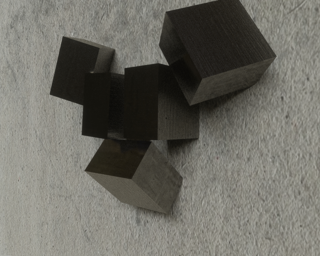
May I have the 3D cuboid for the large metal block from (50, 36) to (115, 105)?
[{"bbox_3d":[-0.109,-0.083,0.446,0.050,0.080,0.079,18,104,1],"label":"large metal block"}]

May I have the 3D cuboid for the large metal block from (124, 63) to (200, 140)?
[{"bbox_3d":[0.004,-0.028,0.365,0.050,0.081,0.079,1,91,40],"label":"large metal block"}]

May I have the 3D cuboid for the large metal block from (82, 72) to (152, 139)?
[{"bbox_3d":[-0.054,-0.028,0.413,0.050,0.081,0.079,6,94,39],"label":"large metal block"}]

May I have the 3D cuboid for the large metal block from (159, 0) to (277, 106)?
[{"bbox_3d":[0.054,-0.079,0.316,0.050,0.081,0.080,108,140,-64],"label":"large metal block"}]

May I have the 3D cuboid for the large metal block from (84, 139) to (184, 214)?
[{"bbox_3d":[-0.031,0.059,0.386,0.080,0.080,0.050,1,52,40],"label":"large metal block"}]
